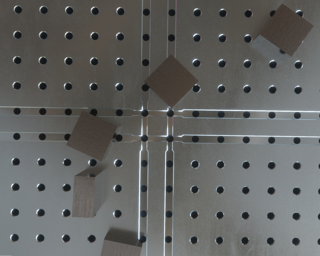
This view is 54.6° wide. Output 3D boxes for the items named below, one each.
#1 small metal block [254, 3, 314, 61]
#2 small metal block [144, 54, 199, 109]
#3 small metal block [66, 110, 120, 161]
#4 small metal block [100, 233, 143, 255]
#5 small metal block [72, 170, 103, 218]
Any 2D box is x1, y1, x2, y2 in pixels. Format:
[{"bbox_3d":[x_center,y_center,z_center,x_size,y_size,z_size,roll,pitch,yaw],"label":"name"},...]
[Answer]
[{"bbox_3d":[0.165,-0.127,0.414,0.050,0.025,0.050,35,90,0],"label":"small metal block"},{"bbox_3d":[0.015,-0.061,0.413,0.050,0.025,0.050,45,90,0],"label":"small metal block"},{"bbox_3d":[-0.088,0.010,0.413,0.050,0.025,0.050,25,90,0],"label":"small metal block"},{"bbox_3d":[-0.053,0.174,0.413,0.050,0.025,0.050,12,90,0],"label":"small metal block"},{"bbox_3d":[-0.093,0.083,0.400,0.025,0.050,0.050,3,90,0],"label":"small metal block"}]
